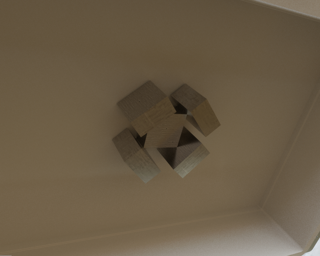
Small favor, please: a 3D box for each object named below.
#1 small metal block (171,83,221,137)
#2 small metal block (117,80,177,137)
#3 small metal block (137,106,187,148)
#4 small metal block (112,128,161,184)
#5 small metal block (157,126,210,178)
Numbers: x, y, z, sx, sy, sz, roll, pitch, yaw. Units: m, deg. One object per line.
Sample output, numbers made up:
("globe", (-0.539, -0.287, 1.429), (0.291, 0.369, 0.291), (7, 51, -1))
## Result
("small metal block", (0.046, -0.023, 0.400), (0.025, 0.050, 0.050), (-39, 130, -3))
("small metal block", (-0.017, -0.024, 0.366), (0.050, 0.050, 0.025), (-36, 128, -4))
("small metal block", (0.002, -0.002, 0.406), (0.050, 0.025, 0.050), (1, 118, -29))
("small metal block", (-0.030, 0.035, 0.395), (0.025, 0.050, 0.050), (-38, 129, -2))
("small metal block", (0.031, 0.032, 0.426), (0.050, 0.050, 0.025), (-43, 130, 0))
